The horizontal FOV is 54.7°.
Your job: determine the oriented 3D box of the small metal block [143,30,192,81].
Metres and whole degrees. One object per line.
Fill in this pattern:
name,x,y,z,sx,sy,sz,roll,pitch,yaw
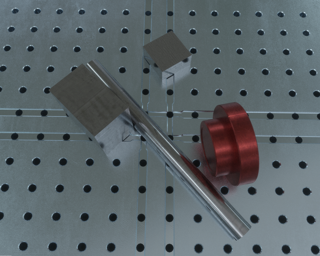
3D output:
small metal block,0.010,-0.105,0.450,0.050,0.025,0.050,-32,73,-11

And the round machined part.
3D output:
round machined part,0.076,0.021,0.366,0.042,0.098,0.098,-11,71,-4

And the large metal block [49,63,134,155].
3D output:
large metal block,-0.082,-0.020,0.389,0.050,0.080,0.080,-43,76,-14

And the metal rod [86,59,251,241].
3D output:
metal rod,0.001,0.018,0.404,0.025,0.025,0.300,-39,75,-13
